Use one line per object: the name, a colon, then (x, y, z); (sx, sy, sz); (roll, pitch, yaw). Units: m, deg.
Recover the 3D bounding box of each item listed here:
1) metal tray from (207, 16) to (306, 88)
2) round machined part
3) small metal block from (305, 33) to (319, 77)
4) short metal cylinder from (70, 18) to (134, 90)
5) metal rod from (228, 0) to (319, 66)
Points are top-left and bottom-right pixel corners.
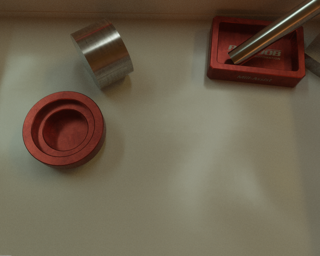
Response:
metal tray: (0.138, -0.111, 0.449); (0.131, 0.030, 0.090); (6, 70, 2)
round machined part: (-0.118, 0.005, 0.397); (0.099, 0.042, 0.098); (0, 70, -1)
small metal block: (0.238, -0.105, 0.451); (0.050, 0.025, 0.050); (40, 75, 13)
short metal cylinder: (-0.077, -0.099, 0.416); (0.050, 0.080, 0.080); (-30, 73, -10)
metal rod: (0.221, -0.172, 0.385); (0.300, 0.025, 0.025); (-33, 71, 19)
